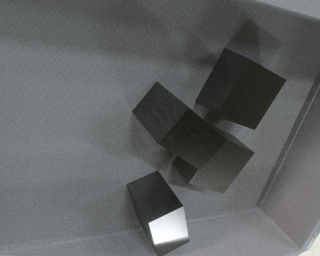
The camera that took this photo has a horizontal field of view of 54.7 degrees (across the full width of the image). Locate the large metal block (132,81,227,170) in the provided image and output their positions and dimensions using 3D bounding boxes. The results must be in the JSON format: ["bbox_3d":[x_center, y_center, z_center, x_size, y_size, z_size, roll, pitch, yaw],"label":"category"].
[{"bbox_3d":[0.023,-0.003,0.385,0.080,0.080,0.050,34,99,-39],"label":"large metal block"}]

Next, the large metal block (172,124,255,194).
[{"bbox_3d":[0.080,0.045,0.466,0.080,0.050,0.080,24,105,-37],"label":"large metal block"}]

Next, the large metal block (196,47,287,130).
[{"bbox_3d":[0.110,-0.052,0.423,0.081,0.050,0.080,16,110,-35],"label":"large metal block"}]

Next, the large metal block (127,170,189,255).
[{"bbox_3d":[-0.003,0.123,0.450,0.050,0.080,0.080,-22,127,-16],"label":"large metal block"}]
